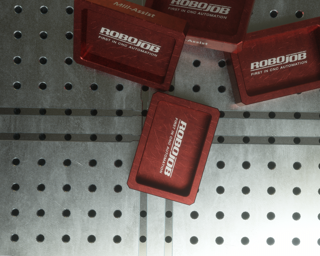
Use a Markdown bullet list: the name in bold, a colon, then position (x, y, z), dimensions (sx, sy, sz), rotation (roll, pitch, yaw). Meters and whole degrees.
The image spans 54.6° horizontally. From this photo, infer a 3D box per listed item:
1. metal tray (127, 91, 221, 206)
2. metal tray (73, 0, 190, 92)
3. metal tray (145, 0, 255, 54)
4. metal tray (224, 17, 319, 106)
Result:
- **metal tray**: position (0.018, 0.026, 0.410), dimensions (0.090, 0.030, 0.129), rotation (16, 90, 0)
- **metal tray**: position (-0.039, -0.105, 0.382), dimensions (0.131, 0.089, 0.030), rotation (18, 47, 0)
- **metal tray**: position (0.049, -0.153, 0.392), dimensions (0.130, 0.030, 0.090), rotation (15, 86, 13)
- **metal tray**: position (0.159, -0.086, 0.411), dimensions (0.131, 0.030, 0.090), rotation (-13, 90, 0)
